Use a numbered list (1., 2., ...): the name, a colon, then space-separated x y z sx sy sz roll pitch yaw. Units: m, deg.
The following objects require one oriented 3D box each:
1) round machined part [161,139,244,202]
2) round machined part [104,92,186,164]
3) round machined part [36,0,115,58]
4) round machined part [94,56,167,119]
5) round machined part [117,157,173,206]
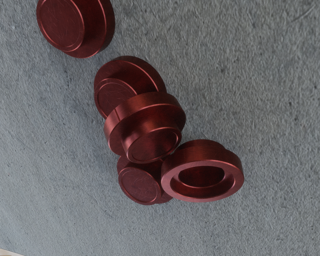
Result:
1. round machined part: 0.051 0.050 0.383 0.099 0.042 0.097 0 139 0
2. round machined part: -0.013 0.006 0.368 0.097 0.099 0.042 -58 46 39
3. round machined part: -0.107 -0.131 0.371 0.098 0.042 0.097 13 124 21
4. round machined part: -0.044 -0.039 0.395 0.098 0.042 0.097 13 124 21
5. round machined part: -0.021 0.074 0.453 0.098 0.042 0.097 13 124 21
